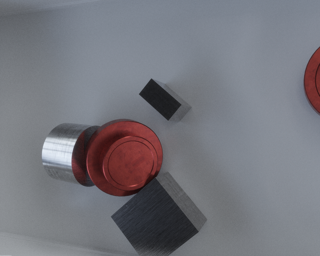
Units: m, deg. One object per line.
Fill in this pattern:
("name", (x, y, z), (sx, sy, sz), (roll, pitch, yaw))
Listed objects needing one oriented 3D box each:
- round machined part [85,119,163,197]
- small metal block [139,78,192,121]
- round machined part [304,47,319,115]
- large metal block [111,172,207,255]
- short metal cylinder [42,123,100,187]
("round machined part", (-0.041, 0.040, 0.387), (0.099, 0.042, 0.097), (-4, 100, -22))
("small metal block", (0.008, -0.034, 0.394), (0.050, 0.050, 0.025), (43, 103, 14))
("round machined part", (0.206, -0.050, 0.327), (0.098, 0.042, 0.097), (-1, 88, 23))
("large metal block", (0.000, 0.115, 0.397), (0.080, 0.050, 0.080), (-43, 77, 14))
("short metal cylinder", (-0.108, 0.035, 0.414), (0.050, 0.080, 0.079), (5, 92, 28))
